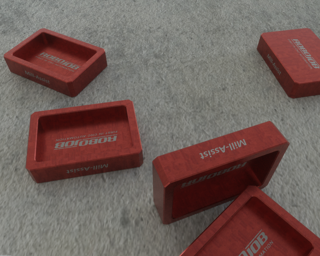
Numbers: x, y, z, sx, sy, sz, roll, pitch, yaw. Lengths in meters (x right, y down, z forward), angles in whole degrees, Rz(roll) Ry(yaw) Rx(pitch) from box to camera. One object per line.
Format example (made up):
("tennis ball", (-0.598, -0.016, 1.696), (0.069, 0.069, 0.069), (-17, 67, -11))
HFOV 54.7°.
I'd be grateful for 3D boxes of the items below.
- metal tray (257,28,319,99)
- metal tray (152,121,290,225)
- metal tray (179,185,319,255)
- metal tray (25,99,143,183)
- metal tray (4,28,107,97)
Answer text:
("metal tray", (0.224, -0.107, 0.493), (0.091, 0.030, 0.130), (-8, 51, -8))
("metal tray", (0.059, 0.048, 0.321), (0.131, 0.089, 0.030), (-17, 52, -14))
("metal tray", (0.080, 0.127, 0.290), (0.131, 0.030, 0.090), (-36, 63, -27))
("metal tray", (-0.092, 0.013, 0.387), (0.131, 0.030, 0.090), (-8, 51, -8))
("metal tray", (-0.162, -0.106, 0.486), (0.130, 0.030, 0.090), (23, 53, 17))
